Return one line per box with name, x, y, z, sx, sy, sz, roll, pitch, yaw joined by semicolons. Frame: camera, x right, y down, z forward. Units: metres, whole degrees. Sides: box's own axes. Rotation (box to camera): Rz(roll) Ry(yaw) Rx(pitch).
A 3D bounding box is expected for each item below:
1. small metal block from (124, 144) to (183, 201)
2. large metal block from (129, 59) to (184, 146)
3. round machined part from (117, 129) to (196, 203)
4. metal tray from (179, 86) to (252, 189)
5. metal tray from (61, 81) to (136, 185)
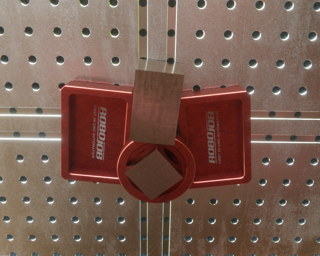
small metal block;-0.007;0.053;0.384;0.050;0.025;0.050;-37;106;12
large metal block;-0.005;-0.034;0.367;0.050;0.080;0.079;6;110;-2
round machined part;-0.004;0.046;0.407;0.099;0.042;0.097;0;110;0
metal tray;0.072;0.014;0.412;0.091;0.030;0.129;-6;110;2
metal tray;-0.081;0.008;0.409;0.091;0.030;0.129;6;110;-3
